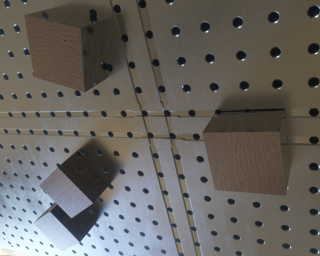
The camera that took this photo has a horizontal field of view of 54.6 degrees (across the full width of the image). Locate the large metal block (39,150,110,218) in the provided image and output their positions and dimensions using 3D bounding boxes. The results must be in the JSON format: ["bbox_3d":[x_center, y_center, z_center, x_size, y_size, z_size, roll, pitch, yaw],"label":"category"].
[{"bbox_3d":[-0.147,0.098,0.535,0.080,0.050,0.080,47,129,-5],"label":"large metal block"}]

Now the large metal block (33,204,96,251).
[{"bbox_3d":[-0.189,0.188,0.612,0.080,0.050,0.080,49,129,-7],"label":"large metal block"}]

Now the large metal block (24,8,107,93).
[{"bbox_3d":[-0.116,-0.101,0.395,0.080,0.050,0.079,18,126,18],"label":"large metal block"}]

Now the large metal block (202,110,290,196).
[{"bbox_3d":[0.102,0.027,0.358,0.080,0.050,0.080,-1,118,29],"label":"large metal block"}]
